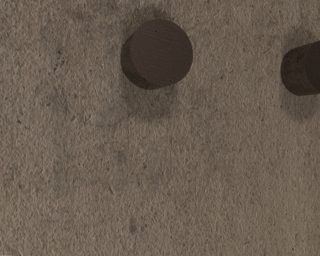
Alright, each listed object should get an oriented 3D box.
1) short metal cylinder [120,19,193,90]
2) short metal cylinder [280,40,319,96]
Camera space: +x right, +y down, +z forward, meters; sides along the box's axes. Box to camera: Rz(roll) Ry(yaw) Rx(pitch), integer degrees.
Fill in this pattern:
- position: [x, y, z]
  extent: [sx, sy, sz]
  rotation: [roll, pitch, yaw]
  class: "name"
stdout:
- position: [-0.005, -0.091, 0.395]
  extent: [0.081, 0.050, 0.079]
  rotation: [0, 90, -20]
  class: "short metal cylinder"
- position: [0.239, -0.092, 0.486]
  extent: [0.081, 0.050, 0.079]
  rotation: [0, 90, -21]
  class: "short metal cylinder"
